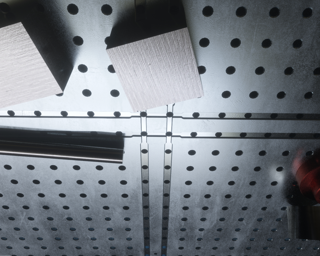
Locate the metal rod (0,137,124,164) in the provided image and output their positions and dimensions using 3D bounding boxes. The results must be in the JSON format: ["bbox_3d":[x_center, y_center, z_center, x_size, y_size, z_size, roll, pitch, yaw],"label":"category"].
[{"bbox_3d":[-0.203,0.026,0.431,0.302,0.025,0.025,5,130,-5],"label":"metal rod"}]

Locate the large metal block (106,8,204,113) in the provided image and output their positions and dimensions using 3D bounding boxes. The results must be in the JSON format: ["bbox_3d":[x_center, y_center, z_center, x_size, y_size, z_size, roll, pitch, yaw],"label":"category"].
[{"bbox_3d":[-0.002,-0.071,0.335,0.080,0.050,0.080,-13,129,10],"label":"large metal block"}]

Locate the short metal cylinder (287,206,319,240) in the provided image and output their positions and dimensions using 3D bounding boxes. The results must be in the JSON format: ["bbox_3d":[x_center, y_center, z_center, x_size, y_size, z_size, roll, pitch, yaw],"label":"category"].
[{"bbox_3d":[0.252,0.155,0.505,0.080,0.050,0.080,2,164,1],"label":"short metal cylinder"}]

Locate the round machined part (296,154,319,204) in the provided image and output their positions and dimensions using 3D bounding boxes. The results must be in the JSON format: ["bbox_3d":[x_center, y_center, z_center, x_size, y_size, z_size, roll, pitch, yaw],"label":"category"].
[{"bbox_3d":[0.265,0.083,0.474,0.099,0.042,0.097,0,130,0],"label":"round machined part"}]

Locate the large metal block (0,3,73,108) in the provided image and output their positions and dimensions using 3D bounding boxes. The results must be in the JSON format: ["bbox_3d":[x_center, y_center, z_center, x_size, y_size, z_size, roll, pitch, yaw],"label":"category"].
[{"bbox_3d":[-0.153,-0.074,0.330,0.080,0.050,0.080,-13,129,10],"label":"large metal block"}]
